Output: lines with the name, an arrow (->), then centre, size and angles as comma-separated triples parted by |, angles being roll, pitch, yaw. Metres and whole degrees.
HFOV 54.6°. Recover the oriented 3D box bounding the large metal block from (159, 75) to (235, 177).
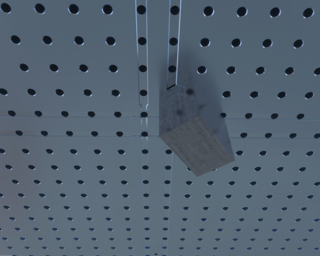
large metal block -> 0.043, -0.003, 0.374 | 0.050, 0.080, 0.080 | -28, 125, 22
